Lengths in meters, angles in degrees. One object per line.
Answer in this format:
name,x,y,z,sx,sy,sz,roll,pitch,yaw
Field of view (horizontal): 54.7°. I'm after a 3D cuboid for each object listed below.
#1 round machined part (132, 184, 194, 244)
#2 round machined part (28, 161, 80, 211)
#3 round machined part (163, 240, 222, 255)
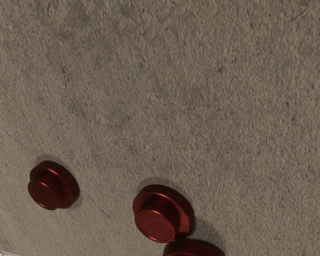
round machined part,0.000,0.139,0.480,0.098,0.042,0.097,13,124,20
round machined part,-0.201,0.112,0.568,0.098,0.042,0.097,13,124,20
round machined part,0.050,0.221,0.489,0.098,0.042,0.097,10,136,10
